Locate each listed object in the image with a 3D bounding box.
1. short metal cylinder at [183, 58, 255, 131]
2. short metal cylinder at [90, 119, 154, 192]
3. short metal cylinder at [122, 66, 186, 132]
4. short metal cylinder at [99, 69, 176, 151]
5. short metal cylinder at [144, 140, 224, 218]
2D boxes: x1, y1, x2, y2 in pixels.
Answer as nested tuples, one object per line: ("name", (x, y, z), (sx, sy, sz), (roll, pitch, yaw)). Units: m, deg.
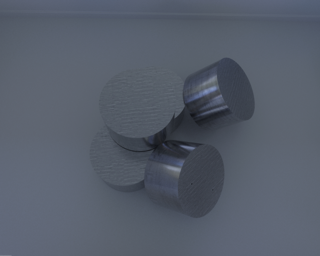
("short metal cylinder", (0.075, -0.041, 0.389), (0.080, 0.050, 0.080), (20, 61, -40))
("short metal cylinder", (-0.041, 0.035, 0.382), (0.081, 0.050, 0.080), (0, 70, 0))
("short metal cylinder", (-0.007, -0.033, 0.406), (0.081, 0.050, 0.080), (0, 70, 0))
("short metal cylinder", (-0.023, -0.019, 0.347), (0.081, 0.050, 0.080), (0, 70, 0))
("short metal cylinder", (0.029, 0.055, 0.352), (0.050, 0.080, 0.080), (5, 63, 45))
